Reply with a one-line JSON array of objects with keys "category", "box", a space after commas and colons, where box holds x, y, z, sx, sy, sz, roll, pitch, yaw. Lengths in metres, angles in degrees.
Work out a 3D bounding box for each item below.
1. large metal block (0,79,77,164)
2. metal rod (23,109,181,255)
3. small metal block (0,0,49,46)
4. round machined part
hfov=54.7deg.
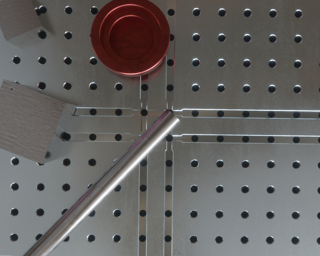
[{"category": "large metal block", "box": [-0.166, -0.008, 0.399, 0.080, 0.050, 0.080, 21, 90, 0]}, {"category": "metal rod", "box": [-0.087, 0.090, 0.412, 0.025, 0.025, 0.300, 44, 90, 0]}, {"category": "small metal block", "box": [-0.185, -0.145, 0.412, 0.050, 0.025, 0.050, -23, 90, 0]}, {"category": "round machined part", "box": [-0.037, -0.115, 0.404, 0.099, 0.042, 0.097, 0, 90, 0]}]
